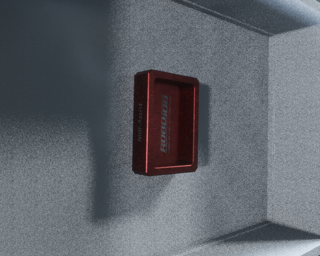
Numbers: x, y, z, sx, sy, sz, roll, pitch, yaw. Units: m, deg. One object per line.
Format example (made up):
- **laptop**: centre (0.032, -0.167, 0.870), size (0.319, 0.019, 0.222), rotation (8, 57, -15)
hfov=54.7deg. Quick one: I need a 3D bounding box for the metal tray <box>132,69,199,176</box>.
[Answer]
- **metal tray**: centre (0.010, -0.005, 0.409), size (0.091, 0.030, 0.129), rotation (2, 88, -41)
